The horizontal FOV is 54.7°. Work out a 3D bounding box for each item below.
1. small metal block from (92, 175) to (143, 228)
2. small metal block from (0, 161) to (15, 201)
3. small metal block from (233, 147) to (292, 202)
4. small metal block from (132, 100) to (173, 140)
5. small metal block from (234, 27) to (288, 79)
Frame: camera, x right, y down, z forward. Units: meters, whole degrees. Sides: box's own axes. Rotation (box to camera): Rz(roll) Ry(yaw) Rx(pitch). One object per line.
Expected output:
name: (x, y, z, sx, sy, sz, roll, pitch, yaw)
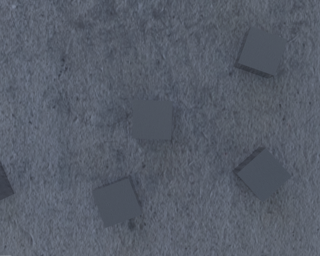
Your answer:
small metal block: (-0.055, 0.096, 0.409, 0.050, 0.025, 0.050, -20, 90, -1)
small metal block: (-0.219, 0.072, 0.395, 0.025, 0.050, 0.050, -24, 90, 0)
small metal block: (0.135, 0.061, 0.412, 0.050, 0.025, 0.050, -42, 91, 0)
small metal block: (-0.010, -0.011, 0.410, 0.050, 0.025, 0.050, 2, 90, -1)
small metal block: (0.133, -0.099, 0.412, 0.050, 0.025, 0.050, 19, 90, -1)
